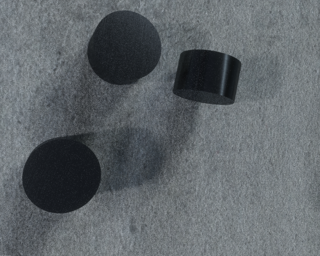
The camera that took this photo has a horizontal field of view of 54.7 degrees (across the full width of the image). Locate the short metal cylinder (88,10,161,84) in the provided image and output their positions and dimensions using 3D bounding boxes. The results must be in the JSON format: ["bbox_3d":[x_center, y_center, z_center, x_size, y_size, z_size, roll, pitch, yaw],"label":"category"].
[{"bbox_3d":[-0.045,-0.096,0.380,0.081,0.050,0.079,0,90,-21],"label":"short metal cylinder"}]

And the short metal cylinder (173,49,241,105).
[{"bbox_3d":[0.061,-0.064,0.403,0.081,0.080,0.050,13,86,-20],"label":"short metal cylinder"}]

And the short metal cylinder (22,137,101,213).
[{"bbox_3d":[-0.112,0.051,0.355,0.081,0.050,0.079,0,90,-21],"label":"short metal cylinder"}]
